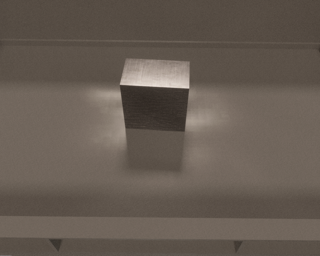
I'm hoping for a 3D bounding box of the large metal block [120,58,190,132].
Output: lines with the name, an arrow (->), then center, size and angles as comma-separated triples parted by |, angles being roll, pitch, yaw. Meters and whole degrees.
large metal block -> -0.005, -0.041, 0.404 | 0.080, 0.080, 0.050 | 3, 50, 2
